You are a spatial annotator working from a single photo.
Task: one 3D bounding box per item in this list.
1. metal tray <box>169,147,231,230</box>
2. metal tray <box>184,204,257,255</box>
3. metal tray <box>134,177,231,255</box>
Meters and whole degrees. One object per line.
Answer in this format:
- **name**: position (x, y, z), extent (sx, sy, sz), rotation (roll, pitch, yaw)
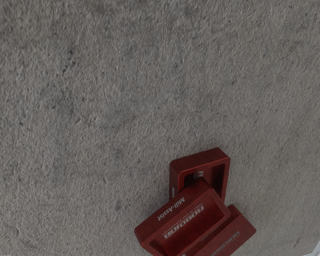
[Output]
- **metal tray**: position (0.062, 0.101, 0.499), extent (0.091, 0.030, 0.129), rotation (-14, 124, -21)
- **metal tray**: position (0.117, 0.217, 0.602), extent (0.130, 0.030, 0.090), rotation (-42, 130, 1)
- **metal tray**: position (0.037, 0.144, 0.473), extent (0.130, 0.030, 0.090), rotation (-38, 129, -3)
